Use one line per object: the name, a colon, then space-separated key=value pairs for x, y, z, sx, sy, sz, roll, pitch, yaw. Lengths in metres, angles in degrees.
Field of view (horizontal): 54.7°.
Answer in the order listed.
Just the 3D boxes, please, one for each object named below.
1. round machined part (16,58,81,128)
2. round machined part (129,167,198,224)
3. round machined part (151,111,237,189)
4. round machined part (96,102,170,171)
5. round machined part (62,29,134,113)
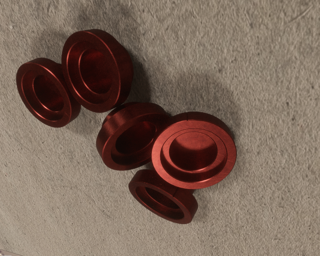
round machined part: x=-0.150 y=-0.052 z=0.437 sx=0.098 sy=0.042 sz=0.097 roll=16 pitch=127 yaw=23
round machined part: x=0.009 y=0.088 z=0.431 sx=0.098 sy=0.042 sz=0.097 roll=24 pitch=147 yaw=17
round machined part: x=0.040 y=0.023 z=0.375 sx=0.099 sy=0.042 sz=0.097 roll=1 pitch=119 yaw=2
round machined part: x=-0.034 y=0.006 z=0.392 sx=0.042 sy=0.099 sz=0.097 roll=54 pitch=138 yaw=35
round machined part: x=-0.071 y=-0.071 z=0.379 sx=0.098 sy=0.042 sz=0.097 roll=17 pitch=120 yaw=31
